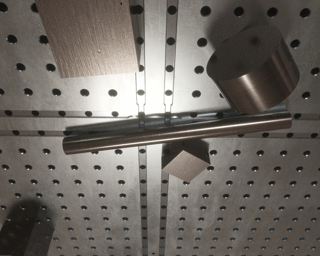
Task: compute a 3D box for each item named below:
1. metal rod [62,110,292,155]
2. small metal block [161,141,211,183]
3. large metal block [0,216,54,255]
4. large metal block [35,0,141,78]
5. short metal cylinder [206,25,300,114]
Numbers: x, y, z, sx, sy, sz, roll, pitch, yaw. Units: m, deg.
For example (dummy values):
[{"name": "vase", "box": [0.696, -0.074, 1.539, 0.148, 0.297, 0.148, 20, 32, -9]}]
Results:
[{"name": "metal rod", "box": [0.019, 0.007, 0.417, 0.302, 0.025, 0.025, -7, 130, 5]}, {"name": "small metal block", "box": [0.037, 0.048, 0.454, 0.050, 0.025, 0.050, 29, 124, -23]}, {"name": "large metal block", "box": [-0.248, 0.214, 0.555, 0.080, 0.080, 0.050, -19, 128, 15]}, {"name": "large metal block", "box": [-0.065, -0.100, 0.309, 0.080, 0.050, 0.080, -4, 130, 3]}, {"name": "short metal cylinder", "box": [0.097, -0.061, 0.325, 0.080, 0.080, 0.050, -28, 125, 21]}]
